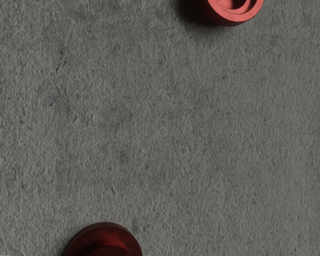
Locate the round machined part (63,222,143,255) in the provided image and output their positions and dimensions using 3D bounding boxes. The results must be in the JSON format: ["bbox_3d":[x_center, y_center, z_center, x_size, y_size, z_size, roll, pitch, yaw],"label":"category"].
[{"bbox_3d":[-0.068,0.169,0.375,0.099,0.042,0.097,0,90,-20],"label":"round machined part"}]

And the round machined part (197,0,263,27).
[{"bbox_3d":[0.093,-0.190,0.434,0.099,0.042,0.097,0,90,-20],"label":"round machined part"}]
